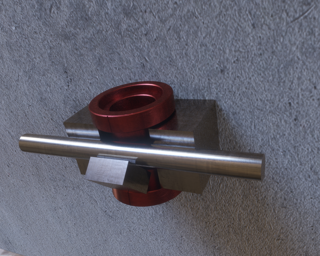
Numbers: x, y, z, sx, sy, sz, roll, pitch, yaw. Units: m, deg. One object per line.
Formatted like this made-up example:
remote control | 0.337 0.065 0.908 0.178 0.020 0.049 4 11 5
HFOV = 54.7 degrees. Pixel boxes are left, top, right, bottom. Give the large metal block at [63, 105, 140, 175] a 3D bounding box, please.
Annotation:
large metal block | -0.073 0.010 0.418 0.050 0.080 0.079 4 120 26

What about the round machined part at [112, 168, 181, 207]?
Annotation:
round machined part | -0.017 0.055 0.404 0.098 0.098 0.042 5 115 26

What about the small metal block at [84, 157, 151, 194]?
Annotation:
small metal block | -0.046 0.053 0.344 0.050 0.025 0.050 3 160 29

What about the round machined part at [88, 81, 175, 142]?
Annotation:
round machined part | -0.030 -0.018 0.366 0.098 0.098 0.042 4 121 26

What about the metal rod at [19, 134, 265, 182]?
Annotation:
metal rod | -0.042 0.028 0.344 0.301 0.025 0.025 3 120 26

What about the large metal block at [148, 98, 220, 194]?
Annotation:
large metal block | 0.034 0.018 0.366 0.050 0.080 0.079 4 120 26
